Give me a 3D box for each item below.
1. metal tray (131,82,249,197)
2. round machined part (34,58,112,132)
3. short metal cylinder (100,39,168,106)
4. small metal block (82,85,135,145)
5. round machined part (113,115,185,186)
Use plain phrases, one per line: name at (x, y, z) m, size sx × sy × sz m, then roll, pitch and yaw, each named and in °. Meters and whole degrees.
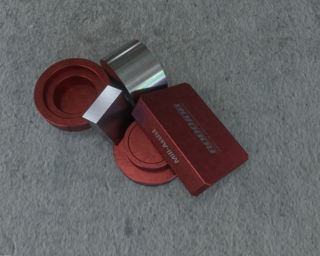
metal tray at (0.037, 0.008, 0.381) m, size 0.091 × 0.030 × 0.130 m, roll -22°, pitch 68°, yaw -42°
round machined part at (-0.111, -0.040, 0.414) m, size 0.099 × 0.042 × 0.098 m, roll 0°, pitch 70°, yaw -1°
short metal cylinder at (-0.034, -0.068, 0.405) m, size 0.050 × 0.080 × 0.080 m, roll -36°, pitch 74°, yaw -12°
small metal block at (-0.059, -0.015, 0.382) m, size 0.025 × 0.050 × 0.050 m, roll 23°, pitch 69°, yaw 34°
round machined part at (-0.010, 0.022, 0.392) m, size 0.099 × 0.042 × 0.098 m, roll 0°, pitch 70°, yaw -1°
